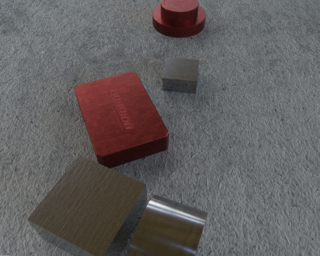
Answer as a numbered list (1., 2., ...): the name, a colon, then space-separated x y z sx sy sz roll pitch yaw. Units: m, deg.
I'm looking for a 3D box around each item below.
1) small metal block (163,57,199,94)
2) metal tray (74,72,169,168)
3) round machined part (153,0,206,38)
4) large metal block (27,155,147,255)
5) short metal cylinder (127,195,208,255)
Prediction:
1. small metal block: 0.032 -0.081 0.471 0.050 0.025 0.050 6 50 5
2. metal tray: -0.054 -0.015 0.412 0.091 0.030 0.130 -17 52 -15
3. round machined part: 0.035 -0.213 0.571 0.099 0.042 0.098 0 50 0
4. large metal block: -0.068 0.086 0.314 0.080 0.050 0.080 21 53 16
5. short metal cylinder: 0.007 0.107 0.278 0.050 0.080 0.080 16 52 13
